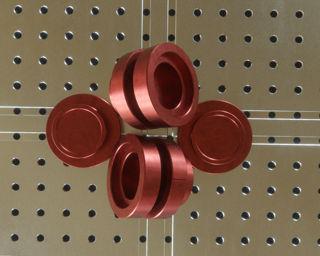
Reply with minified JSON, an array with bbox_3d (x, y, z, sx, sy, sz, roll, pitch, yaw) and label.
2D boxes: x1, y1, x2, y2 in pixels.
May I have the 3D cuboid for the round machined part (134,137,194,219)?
[{"bbox_3d":[0.005,0.063,0.386,0.042,0.098,0.098,10,90,-32],"label":"round machined part"}]

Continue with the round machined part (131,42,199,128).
[{"bbox_3d":[0.002,-0.048,0.370,0.042,0.099,0.097,-6,90,40],"label":"round machined part"}]

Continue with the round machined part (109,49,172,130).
[{"bbox_3d":[-0.025,-0.046,0.388,0.042,0.099,0.097,-6,90,40],"label":"round machined part"}]

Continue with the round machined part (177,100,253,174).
[{"bbox_3d":[0.073,0.012,0.405,0.099,0.042,0.097,0,90,0],"label":"round machined part"}]

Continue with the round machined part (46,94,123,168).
[{"bbox_3d":[-0.100,0.004,0.404,0.099,0.042,0.097,0,90,0],"label":"round machined part"}]

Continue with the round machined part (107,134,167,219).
[{"bbox_3d":[-0.024,0.058,0.372,0.042,0.098,0.098,10,90,-32],"label":"round machined part"}]
